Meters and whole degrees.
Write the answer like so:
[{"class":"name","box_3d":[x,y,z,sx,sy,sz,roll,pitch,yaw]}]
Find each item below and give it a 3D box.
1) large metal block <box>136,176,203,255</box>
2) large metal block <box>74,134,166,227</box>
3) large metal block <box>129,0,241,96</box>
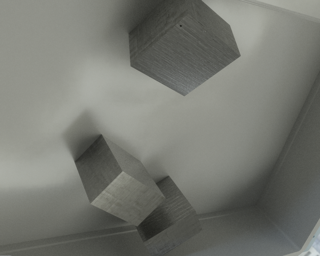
[{"class":"large metal block","box_3d":[0.003,0.130,0.457,0.080,0.080,0.050,-29,128,-11]},{"class":"large metal block","box_3d":[-0.051,0.065,0.387,0.050,0.080,0.080,-46,130,3]},{"class":"large metal block","box_3d":[0.024,-0.089,0.331,0.080,0.050,0.080,24,135,-37]}]
